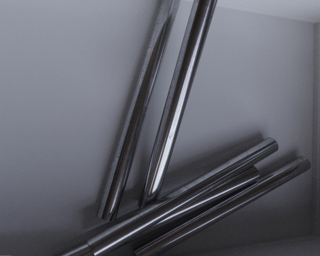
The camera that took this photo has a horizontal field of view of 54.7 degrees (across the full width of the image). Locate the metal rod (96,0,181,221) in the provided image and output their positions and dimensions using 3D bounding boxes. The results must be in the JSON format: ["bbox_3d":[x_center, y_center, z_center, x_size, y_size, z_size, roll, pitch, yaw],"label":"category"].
[{"bbox_3d":[-0.026,-0.031,0.401,0.025,0.025,0.299,18,84,-20],"label":"metal rod"}]

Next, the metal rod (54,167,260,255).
[{"bbox_3d":[0.007,0.116,0.414,0.302,0.025,0.025,-20,97,-19],"label":"metal rod"}]

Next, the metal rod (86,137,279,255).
[{"bbox_3d":[0.048,0.081,0.410,0.302,0.025,0.025,-24,98,-26],"label":"metal rod"}]

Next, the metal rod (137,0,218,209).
[{"bbox_3d":[0.021,-0.036,0.367,0.025,0.025,0.298,10,107,-20],"label":"metal rod"}]

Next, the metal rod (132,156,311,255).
[{"bbox_3d":[0.101,0.111,0.449,0.302,0.025,0.025,-23,98,-19],"label":"metal rod"}]
